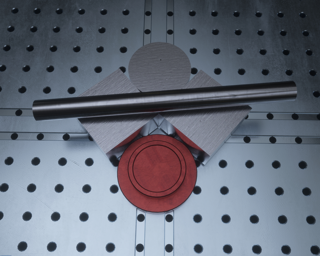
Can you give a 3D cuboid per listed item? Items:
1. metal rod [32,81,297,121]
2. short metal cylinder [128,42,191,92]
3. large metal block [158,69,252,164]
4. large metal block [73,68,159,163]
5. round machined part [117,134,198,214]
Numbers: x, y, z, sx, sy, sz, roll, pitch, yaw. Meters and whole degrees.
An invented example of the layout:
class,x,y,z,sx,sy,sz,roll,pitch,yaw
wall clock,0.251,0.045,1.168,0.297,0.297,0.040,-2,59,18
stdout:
class,x,y,z,sx,sy,sz,roll,pitch,yaw
metal rod,0.007,-0.032,0.364,0.302,0.025,0.025,-5,70,-1
short metal cylinder,0.000,-0.068,0.419,0.081,0.050,0.080,0,70,0
large metal block,0.055,-0.013,0.397,0.080,0.050,0.080,40,76,13
large metal block,-0.058,-0.015,0.399,0.080,0.050,0.080,-38,76,-13
round machined part,-0.003,0.053,0.379,0.099,0.042,0.098,0,70,0
